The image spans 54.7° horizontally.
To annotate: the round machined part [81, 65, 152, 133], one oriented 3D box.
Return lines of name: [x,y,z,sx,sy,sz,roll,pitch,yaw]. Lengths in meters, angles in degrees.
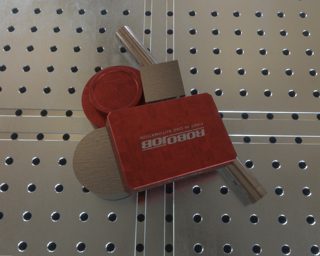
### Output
round machined part: [-0.056,-0.042,0.412,0.099,0.042,0.098,0,70,1]

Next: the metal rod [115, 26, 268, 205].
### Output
metal rod: [0.033,-0.028,0.418,0.025,0.025,0.300,-35,74,-12]

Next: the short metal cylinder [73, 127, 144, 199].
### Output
short metal cylinder: [-0.059,0.044,0.378,0.081,0.050,0.080,0,70,0]

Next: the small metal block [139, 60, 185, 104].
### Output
small metal block: [0.003,-0.056,0.403,0.050,0.025,0.050,-11,73,1]

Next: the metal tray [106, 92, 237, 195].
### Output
metal tray: [0.012,0.015,0.359,0.131,0.030,0.090,-13,70,-18]
